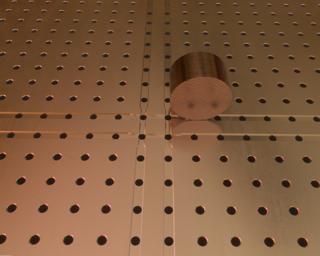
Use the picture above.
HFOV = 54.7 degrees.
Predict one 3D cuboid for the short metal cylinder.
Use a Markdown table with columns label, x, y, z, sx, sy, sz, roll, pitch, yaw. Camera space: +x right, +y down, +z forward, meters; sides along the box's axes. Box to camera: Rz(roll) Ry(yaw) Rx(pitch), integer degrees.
| label | x | y | z | sx | sy | sz | roll | pitch | yaw |
| --- | --- | --- | --- | --- | --- | --- | --- | --- | --- |
| short metal cylinder | 0.053 | -0.056 | 0.419 | 0.081 | 0.080 | 0.050 | 0 | 50 | -1 |
